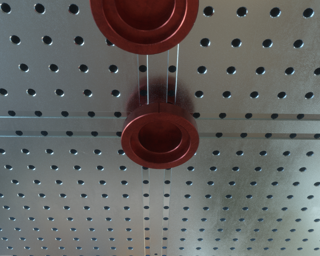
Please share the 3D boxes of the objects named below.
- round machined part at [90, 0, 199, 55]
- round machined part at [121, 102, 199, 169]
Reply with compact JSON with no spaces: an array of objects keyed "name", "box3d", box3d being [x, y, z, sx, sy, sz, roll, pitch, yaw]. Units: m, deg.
[{"name":"round machined part","box3d":[-0.014,-0.124,0.295,0.099,0.042,0.097,0,130,0]},{"name":"round machined part","box3d":[0.000,0.006,0.405,0.099,0.042,0.097,0,130,0]}]
